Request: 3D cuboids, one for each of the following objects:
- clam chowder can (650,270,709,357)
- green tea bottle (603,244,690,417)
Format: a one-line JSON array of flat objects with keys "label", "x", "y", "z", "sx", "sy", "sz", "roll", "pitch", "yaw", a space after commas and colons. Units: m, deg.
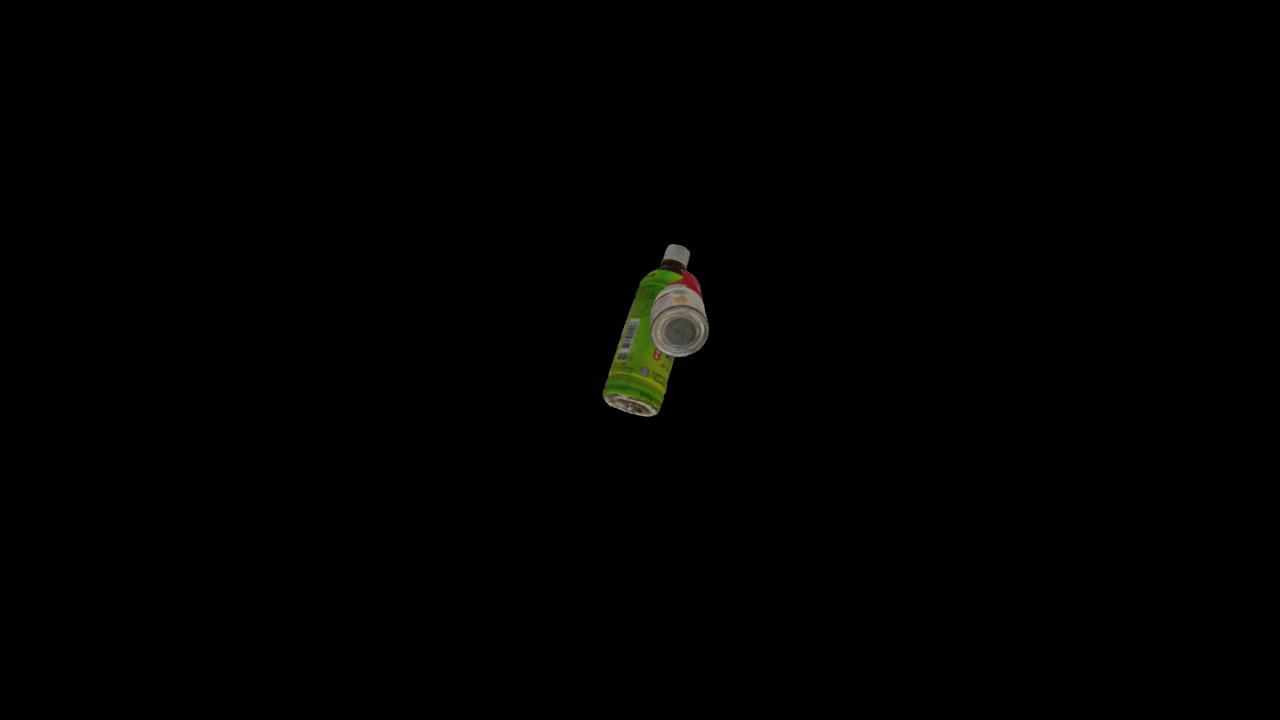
[{"label": "clam chowder can", "x": 0.043, "y": -0.057, "z": 0.725, "sx": 0.068, "sy": 0.068, "sz": 0.102, "roll": 0, "pitch": 32, "yaw": -1}, {"label": "green tea bottle", "x": 0.018, "y": -0.042, "z": 0.732, "sx": 0.073, "sy": 0.212, "sz": 0.073, "roll": 15, "pitch": -17, "yaw": 5}]
